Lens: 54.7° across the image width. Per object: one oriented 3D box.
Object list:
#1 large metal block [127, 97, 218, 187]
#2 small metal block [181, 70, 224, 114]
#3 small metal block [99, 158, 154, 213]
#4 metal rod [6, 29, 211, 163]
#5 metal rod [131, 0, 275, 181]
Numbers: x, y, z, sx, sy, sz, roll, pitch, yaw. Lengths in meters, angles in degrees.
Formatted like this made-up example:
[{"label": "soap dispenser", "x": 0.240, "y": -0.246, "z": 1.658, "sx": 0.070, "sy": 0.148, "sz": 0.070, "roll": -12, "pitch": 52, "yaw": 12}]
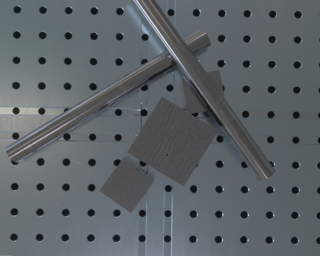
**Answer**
[{"label": "large metal block", "x": 0.016, "y": 0.016, "z": 0.401, "sx": 0.080, "sy": 0.050, "sz": 0.080, "roll": 32, "pitch": 90, "yaw": 0}, {"label": "small metal block", "x": 0.057, "y": -0.047, "z": 0.414, "sx": 0.050, "sy": 0.025, "sz": 0.050, "roll": -10, "pitch": 90, "yaw": 0}, {"label": "small metal block", "x": -0.043, "y": 0.075, "z": 0.413, "sx": 0.050, "sy": 0.025, "sz": 0.050, "roll": 36, "pitch": 90, "yaw": 0}, {"label": "metal rod", "x": -0.068, "y": -0.043, "z": 0.412, "sx": 0.301, "sy": 0.025, "sz": 0.025, "roll": -31, "pitch": 90, "yaw": 0}, {"label": "metal rod", "x": 0.048, "y": -0.062, "z": 0.388, "sx": 0.025, "sy": 0.025, "sz": 0.299, "roll": -35, "pitch": 91, "yaw": 0}]
